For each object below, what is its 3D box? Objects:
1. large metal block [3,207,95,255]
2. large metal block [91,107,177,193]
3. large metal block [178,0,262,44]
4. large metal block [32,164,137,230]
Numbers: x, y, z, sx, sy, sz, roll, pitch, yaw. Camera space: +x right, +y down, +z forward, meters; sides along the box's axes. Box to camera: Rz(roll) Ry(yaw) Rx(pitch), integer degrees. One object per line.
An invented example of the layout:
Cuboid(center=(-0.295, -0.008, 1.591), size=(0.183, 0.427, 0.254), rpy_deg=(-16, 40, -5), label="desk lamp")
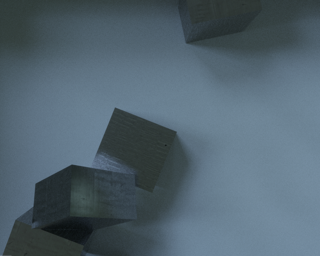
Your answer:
Cuboid(center=(-0.129, 0.136, 0.382), size=(0.080, 0.080, 0.050), rpy_deg=(21, 94, 0), label="large metal block")
Cuboid(center=(-0.032, 0.027, 0.398), size=(0.080, 0.050, 0.080), rpy_deg=(22, 90, 0), label="large metal block")
Cuboid(center=(0.069, -0.148, 0.384), size=(0.080, 0.080, 0.050), rpy_deg=(-12, 90, 0), label="large metal block")
Cuboid(center=(-0.084, 0.082, 0.346), size=(0.080, 0.080, 0.050), rpy_deg=(-27, 58, 39), label="large metal block")
